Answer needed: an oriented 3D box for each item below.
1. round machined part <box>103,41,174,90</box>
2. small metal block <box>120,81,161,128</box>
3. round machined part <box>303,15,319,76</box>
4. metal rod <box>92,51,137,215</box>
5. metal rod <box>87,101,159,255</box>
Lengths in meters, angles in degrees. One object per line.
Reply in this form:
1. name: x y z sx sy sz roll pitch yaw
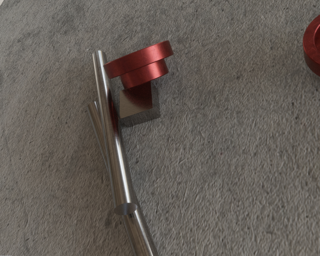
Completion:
1. round machined part: -0.026 -0.086 0.438 0.098 0.042 0.098 -20 13 5
2. small metal block: -0.029 -0.034 0.440 0.050 0.025 0.050 -17 55 18
3. round machined part: 0.210 -0.087 0.336 0.098 0.042 0.098 -13 56 21
4. metal rod: -0.071 -0.018 0.433 0.025 0.025 0.300 -28 46 11
5. metal rod: -0.046 0.074 0.382 0.025 0.025 0.300 -33 52 7
